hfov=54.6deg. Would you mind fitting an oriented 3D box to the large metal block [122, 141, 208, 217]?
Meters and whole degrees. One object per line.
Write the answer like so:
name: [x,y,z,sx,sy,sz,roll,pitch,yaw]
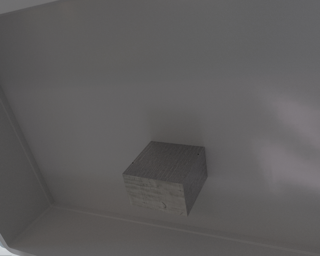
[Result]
large metal block: [0.010,0.063,0.407,0.080,0.080,0.050,5,121,26]
